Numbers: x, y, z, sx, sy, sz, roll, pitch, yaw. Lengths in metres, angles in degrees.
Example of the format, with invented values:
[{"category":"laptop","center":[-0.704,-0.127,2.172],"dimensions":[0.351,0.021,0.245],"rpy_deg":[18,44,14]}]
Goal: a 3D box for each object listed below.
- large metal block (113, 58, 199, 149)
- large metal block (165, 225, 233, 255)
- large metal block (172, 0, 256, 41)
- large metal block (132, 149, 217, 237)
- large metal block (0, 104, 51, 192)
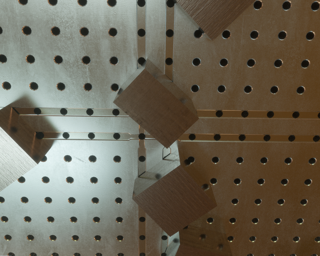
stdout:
[{"category":"large metal block","center":[-0.004,-0.033,0.372],"dimensions":[0.080,0.080,0.050],"rpy_deg":[41,105,-14]},{"category":"large metal block","center":[0.054,0.201,0.475],"dimensions":[0.080,0.050,0.079],"rpy_deg":[16,109,-7]},{"category":"large metal block","center":[0.058,-0.157,0.343],"dimensions":[0.080,0.050,0.080],"rpy_deg":[-43,105,14]},{"category":"large metal block","center":[0.020,0.090,0.434],"dimensions":[0.080,0.050,0.080],"rpy_deg":[-37,106,12]},{"category":"large metal block","center":[-0.210,0.029,0.408],"dimensions":[0.080,0.050,0.080],"rpy_deg":[-35,107,11]}]
